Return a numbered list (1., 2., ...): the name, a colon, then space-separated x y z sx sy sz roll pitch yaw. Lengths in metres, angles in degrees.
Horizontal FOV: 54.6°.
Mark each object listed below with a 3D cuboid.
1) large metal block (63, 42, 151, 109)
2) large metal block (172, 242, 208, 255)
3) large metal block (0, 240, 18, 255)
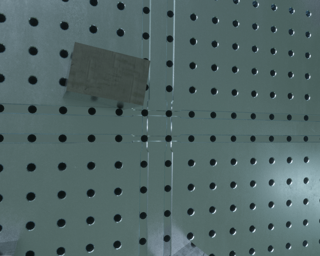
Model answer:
1. large metal block: -0.065 -0.055 0.359 0.081 0.080 0.050 10 87 -20
2. large metal block: 0.055 0.209 0.404 0.050 0.080 0.080 -31 100 -17
3. large metal block: -0.196 0.173 0.327 0.081 0.050 0.080 -1 90 -20
